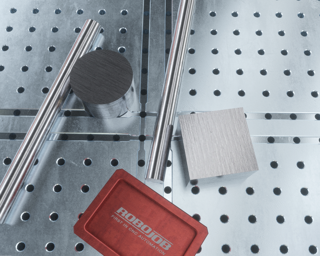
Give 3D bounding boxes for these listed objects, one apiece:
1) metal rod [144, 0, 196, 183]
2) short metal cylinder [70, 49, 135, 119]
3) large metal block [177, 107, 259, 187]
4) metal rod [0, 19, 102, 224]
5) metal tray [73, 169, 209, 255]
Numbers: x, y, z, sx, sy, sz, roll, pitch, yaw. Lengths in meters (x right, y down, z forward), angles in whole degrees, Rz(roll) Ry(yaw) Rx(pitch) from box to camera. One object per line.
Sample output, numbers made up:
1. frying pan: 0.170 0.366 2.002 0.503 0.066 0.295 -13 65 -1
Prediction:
1. metal rod: 0.019 -0.072 0.438 0.025 0.025 0.299 10 70 3
2. short metal cylinder: -0.075 -0.058 0.419 0.081 0.050 0.080 0 70 0
3. large metal block: 0.068 0.025 0.390 0.081 0.050 0.080 -8 70 -3
4. metal rod: -0.149 -0.023 0.418 0.025 0.025 0.299 18 71 6
5. metal tray: -0.022 0.120 0.364 0.130 0.030 0.090 33 73 11
